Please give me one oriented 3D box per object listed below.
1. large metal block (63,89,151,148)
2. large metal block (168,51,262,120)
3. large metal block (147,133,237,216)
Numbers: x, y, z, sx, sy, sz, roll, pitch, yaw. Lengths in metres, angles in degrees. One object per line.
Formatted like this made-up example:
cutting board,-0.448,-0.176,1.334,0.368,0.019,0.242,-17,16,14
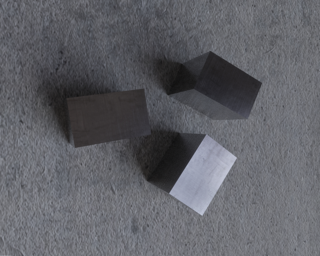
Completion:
large metal block,-0.064,-0.011,0.356,0.081,0.080,0.050,-10,94,-20
large metal block,0.069,-0.050,0.405,0.080,0.080,0.050,26,82,-18
large metal block,0.038,0.054,0.394,0.050,0.080,0.080,37,78,-16
